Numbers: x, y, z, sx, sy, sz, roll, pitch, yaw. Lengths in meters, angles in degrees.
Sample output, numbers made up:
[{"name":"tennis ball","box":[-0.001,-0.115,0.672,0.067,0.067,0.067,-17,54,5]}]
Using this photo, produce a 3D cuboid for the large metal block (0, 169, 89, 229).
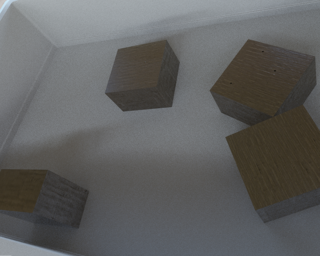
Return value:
[{"name":"large metal block","box":[-0.153,0.091,0.395,0.080,0.080,0.050,-3,60,26]}]

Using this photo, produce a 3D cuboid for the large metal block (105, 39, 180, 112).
[{"name":"large metal block","box":[-0.023,-0.074,0.447,0.080,0.050,0.080,-4,60,26]}]

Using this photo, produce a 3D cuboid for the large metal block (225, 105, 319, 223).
[{"name":"large metal block","box":[0.121,0.036,0.304,0.080,0.050,0.080,-24,53,13]}]

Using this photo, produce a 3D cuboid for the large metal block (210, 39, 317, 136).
[{"name":"large metal block","box":[0.119,-0.047,0.356,0.080,0.050,0.080,30,78,37]}]
